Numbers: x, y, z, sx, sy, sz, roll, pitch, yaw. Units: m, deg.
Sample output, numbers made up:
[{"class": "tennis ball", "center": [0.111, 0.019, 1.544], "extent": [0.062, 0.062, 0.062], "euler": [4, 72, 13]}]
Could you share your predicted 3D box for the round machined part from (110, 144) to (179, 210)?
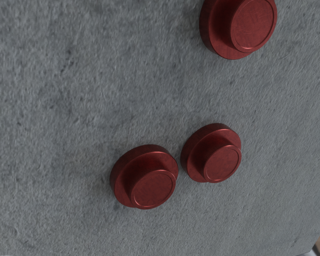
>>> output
[{"class": "round machined part", "center": [-0.017, 0.075, 0.435], "extent": [0.099, 0.042, 0.097], "euler": [-14, 125, -21]}]

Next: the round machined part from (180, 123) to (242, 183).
[{"class": "round machined part", "center": [0.084, 0.045, 0.472], "extent": [0.099, 0.042, 0.097], "euler": [-14, 125, -21]}]

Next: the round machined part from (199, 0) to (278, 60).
[{"class": "round machined part", "center": [0.100, -0.129, 0.373], "extent": [0.099, 0.042, 0.097], "euler": [-14, 125, -21]}]
